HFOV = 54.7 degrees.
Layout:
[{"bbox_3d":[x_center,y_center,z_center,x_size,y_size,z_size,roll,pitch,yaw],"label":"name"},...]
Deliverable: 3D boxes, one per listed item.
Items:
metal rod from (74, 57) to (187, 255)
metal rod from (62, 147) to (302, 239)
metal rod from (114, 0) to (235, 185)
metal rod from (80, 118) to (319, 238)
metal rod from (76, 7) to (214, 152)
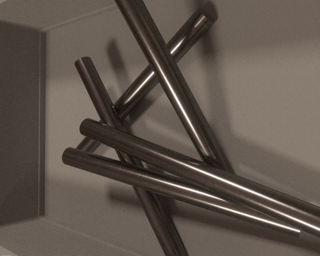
[{"bbox_3d":[-0.045,0.034,0.418,0.025,0.025,0.299,-36,76,34],"label":"metal rod"},{"bbox_3d":[0.004,0.066,0.364,0.301,0.025,0.025,12,98,27],"label":"metal rod"},{"bbox_3d":[0.001,-0.071,0.322,0.025,0.025,0.299,-22,103,38],"label":"metal rod"},{"bbox_3d":[0.023,0.041,0.342,0.300,0.025,0.025,19,102,31],"label":"metal rod"},{"bbox_3d":[-0.039,-0.044,0.436,0.299,0.025,0.025,-43,64,31],"label":"metal rod"}]
